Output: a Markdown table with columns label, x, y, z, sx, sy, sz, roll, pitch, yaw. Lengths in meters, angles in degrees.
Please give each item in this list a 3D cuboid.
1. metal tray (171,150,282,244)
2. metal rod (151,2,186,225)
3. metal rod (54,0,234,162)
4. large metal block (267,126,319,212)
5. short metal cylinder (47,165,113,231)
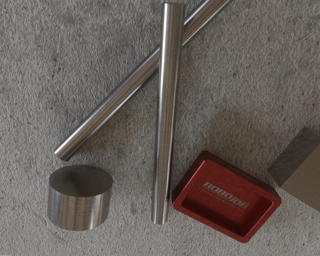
| label | x | y | z | sx | sy | sz | roll | pitch | yaw |
| --- | --- | --- | --- | --- | --- | --- | --- | --- | --- |
| metal tray | 0.094 | 0.101 | 0.445 | 0.131 | 0.030 | 0.090 | 29 | 107 | -11 |
| metal rod | 0.007 | 0.001 | 0.393 | 0.025 | 0.025 | 0.298 | 3 | 116 | -2 |
| metal rod | -0.026 | -0.063 | 0.386 | 0.299 | 0.025 | 0.025 | -42 | 105 | 13 |
| large metal block | 0.211 | 0.058 | 0.421 | 0.080 | 0.050 | 0.080 | 31 | 107 | -11 |
| short metal cylinder | -0.106 | 0.090 | 0.412 | 0.081 | 0.080 | 0.050 | 9 | 110 | -4 |
